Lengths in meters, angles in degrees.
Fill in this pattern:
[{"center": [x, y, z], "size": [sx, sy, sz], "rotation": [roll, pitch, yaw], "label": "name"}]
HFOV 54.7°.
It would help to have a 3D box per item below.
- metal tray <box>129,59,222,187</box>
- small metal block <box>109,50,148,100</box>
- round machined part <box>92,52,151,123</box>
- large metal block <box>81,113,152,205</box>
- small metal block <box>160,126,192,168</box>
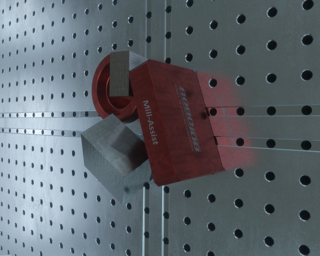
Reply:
[{"center": [0.019, -0.006, 0.349], "size": [0.030, 0.091, 0.129], "rotation": [-23, 76, 38], "label": "metal tray"}, {"center": [-0.034, -0.060, 0.366], "size": [0.025, 0.050, 0.050], "rotation": [0, 89, 26], "label": "small metal block"}, {"center": [-0.048, -0.055, 0.436], "size": [0.098, 0.042, 0.097], "rotation": [0, 90, 39], "label": "round machined part"}, {"center": [-0.056, 0.042, 0.408], "size": [0.080, 0.050, 0.080], "rotation": [41, 147, 20], "label": "large metal block"}, {"center": [0.015, 0.025, 0.389], "size": [0.050, 0.025, 0.050], "rotation": [19, 107, 49], "label": "small metal block"}]
